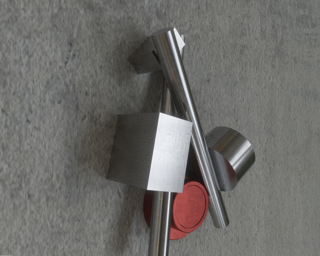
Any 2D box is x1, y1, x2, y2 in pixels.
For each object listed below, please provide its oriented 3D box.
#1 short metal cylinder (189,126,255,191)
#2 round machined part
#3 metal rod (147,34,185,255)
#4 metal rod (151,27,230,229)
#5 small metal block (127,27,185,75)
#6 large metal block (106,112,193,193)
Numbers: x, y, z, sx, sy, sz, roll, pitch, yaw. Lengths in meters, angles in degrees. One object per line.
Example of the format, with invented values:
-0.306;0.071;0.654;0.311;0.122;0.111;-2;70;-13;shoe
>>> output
0.089;0.044;0.448;0.050;0.080;0.080;-40;115;-33;short metal cylinder
0.028;0.103;0.422;0.099;0.042;0.097;0;90;-40;round machined part
0.009;0.021;0.396;0.025;0.025;0.299;15;74;-39;metal rod
0.048;0.020;0.404;0.025;0.025;0.298;-40;123;-33;metal rod
-0.005;-0.095;0.387;0.050;0.050;0.025;-52;121;-27;small metal block
-0.014;0.028;0.361;0.050;0.080;0.080;15;80;-39;large metal block
